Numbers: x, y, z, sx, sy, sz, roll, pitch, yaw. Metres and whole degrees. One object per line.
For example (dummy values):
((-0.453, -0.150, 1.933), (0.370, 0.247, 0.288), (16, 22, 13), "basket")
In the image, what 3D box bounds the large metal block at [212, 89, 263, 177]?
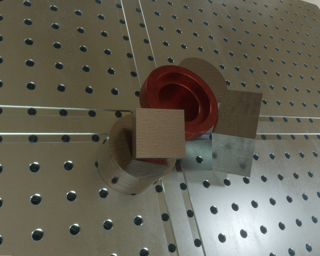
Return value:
((0.103, 0.007, 0.416), (0.050, 0.080, 0.080), (9, 50, 18), "large metal block")

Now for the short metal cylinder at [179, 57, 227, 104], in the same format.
((0.050, -0.056, 0.453), (0.081, 0.050, 0.080), (14, 56, -21), "short metal cylinder")

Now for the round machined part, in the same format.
((0.020, -0.027, 0.386), (0.099, 0.042, 0.098), (14, 56, -21), "round machined part")

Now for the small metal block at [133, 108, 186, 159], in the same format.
((-0.002, 0.007, 0.322), (0.050, 0.025, 0.050), (1, 80, -14), "small metal block")

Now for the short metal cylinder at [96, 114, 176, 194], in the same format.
((-0.027, 0.030, 0.358), (0.081, 0.050, 0.080), (14, 56, -21), "short metal cylinder")
